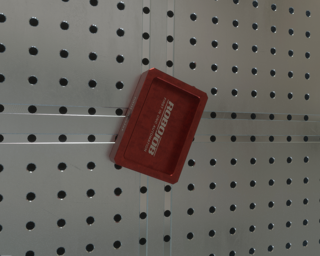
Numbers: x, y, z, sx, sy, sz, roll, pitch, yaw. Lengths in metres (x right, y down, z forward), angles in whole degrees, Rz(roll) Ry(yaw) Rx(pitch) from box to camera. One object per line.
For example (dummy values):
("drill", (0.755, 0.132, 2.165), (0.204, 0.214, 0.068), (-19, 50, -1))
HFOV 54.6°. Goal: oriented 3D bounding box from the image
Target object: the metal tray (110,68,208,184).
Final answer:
("metal tray", (0.000, -0.002, 0.409), (0.090, 0.030, 0.130), (23, 83, -19))
